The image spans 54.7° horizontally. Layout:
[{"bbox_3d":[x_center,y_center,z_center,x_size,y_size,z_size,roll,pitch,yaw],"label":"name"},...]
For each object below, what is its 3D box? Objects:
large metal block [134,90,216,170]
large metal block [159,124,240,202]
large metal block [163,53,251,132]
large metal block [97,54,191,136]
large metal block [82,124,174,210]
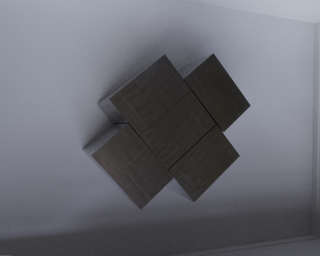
[{"bbox_3d":[0.008,0.002,0.385,0.080,0.080,0.050,-42,104,-15],"label":"large metal block"},{"bbox_3d":[0.039,0.040,0.396,0.080,0.080,0.050,-42,104,-15],"label":"large metal block"},{"bbox_3d":[0.055,-0.042,0.402,0.050,0.080,0.080,-43,104,-15],"label":"large metal block"},{"bbox_3d":[-0.022,-0.037,0.372,0.080,0.080,0.050,-42,104,-15],"label":"large metal block"},{"bbox_3d":[-0.041,0.041,0.366,0.050,0.080,0.080,-43,104,-15],"label":"large metal block"}]
